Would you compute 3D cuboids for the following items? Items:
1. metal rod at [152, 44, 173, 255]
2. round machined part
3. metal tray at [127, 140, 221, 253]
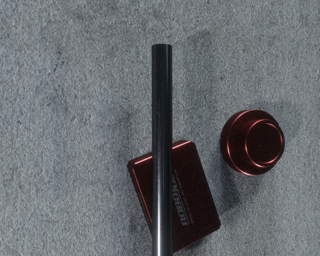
[{"bbox_3d":[0.003,0.049,0.378,0.025,0.025,0.298,0,90,-20],"label":"metal rod"},{"bbox_3d":[0.142,0.021,0.454,0.099,0.042,0.097,0,90,-21],"label":"round machined part"},{"bbox_3d":[0.020,0.091,0.415,0.091,0.030,0.129,-21,97,-19],"label":"metal tray"}]
